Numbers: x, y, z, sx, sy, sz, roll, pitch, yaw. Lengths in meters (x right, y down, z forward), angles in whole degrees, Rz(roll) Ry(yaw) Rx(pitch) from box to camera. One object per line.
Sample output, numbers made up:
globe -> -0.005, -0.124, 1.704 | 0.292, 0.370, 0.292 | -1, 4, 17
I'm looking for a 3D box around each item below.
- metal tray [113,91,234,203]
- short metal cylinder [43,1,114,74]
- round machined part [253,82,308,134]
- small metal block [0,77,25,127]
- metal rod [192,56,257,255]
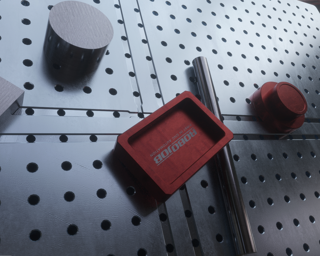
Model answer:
metal tray -> 0.020, 0.018, 0.389 | 0.131, 0.030, 0.090 | -36, 76, -32
short metal cylinder -> -0.108, -0.119, 0.408 | 0.081, 0.050, 0.080 | 14, 56, -21
round machined part -> 0.217, -0.042, 0.543 | 0.099, 0.042, 0.098 | 14, 56, -21
small metal block -> -0.183, -0.030, 0.328 | 0.050, 0.025, 0.050 | 32, 51, -8
metal rod -> 0.085, 0.021, 0.443 | 0.025, 0.025, 0.299 | 6, 59, -26
